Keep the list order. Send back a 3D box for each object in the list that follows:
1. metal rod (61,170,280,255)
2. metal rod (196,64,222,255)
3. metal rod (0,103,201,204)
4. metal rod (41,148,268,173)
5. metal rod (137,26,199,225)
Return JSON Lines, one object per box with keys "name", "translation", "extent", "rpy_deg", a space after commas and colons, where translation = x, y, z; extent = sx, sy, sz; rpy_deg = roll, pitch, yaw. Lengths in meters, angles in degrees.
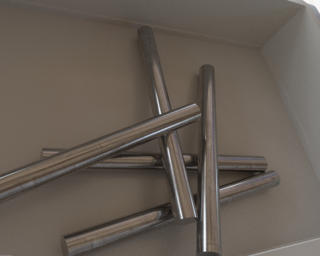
{"name": "metal rod", "translation": [0.038, 0.093, 0.369], "extent": [0.303, 0.025, 0.025], "rpy_deg": [-9, 66, -32]}
{"name": "metal rod", "translation": [0.062, 0.016, 0.404], "extent": [0.025, 0.025, 0.300], "rpy_deg": [22, 46, -15]}
{"name": "metal rod", "translation": [-0.078, 0.028, 0.313], "extent": [0.302, 0.025, 0.025], "rpy_deg": [-22, 74, -31]}
{"name": "metal rod", "translation": [0.013, 0.043, 0.386], "extent": [0.303, 0.025, 0.025], "rpy_deg": [4, 60, -26]}
{"name": "metal rod", "translation": [0.002, -0.026, 0.400], "extent": [0.025, 0.025, 0.299], "rpy_deg": [6, 53, -25]}
